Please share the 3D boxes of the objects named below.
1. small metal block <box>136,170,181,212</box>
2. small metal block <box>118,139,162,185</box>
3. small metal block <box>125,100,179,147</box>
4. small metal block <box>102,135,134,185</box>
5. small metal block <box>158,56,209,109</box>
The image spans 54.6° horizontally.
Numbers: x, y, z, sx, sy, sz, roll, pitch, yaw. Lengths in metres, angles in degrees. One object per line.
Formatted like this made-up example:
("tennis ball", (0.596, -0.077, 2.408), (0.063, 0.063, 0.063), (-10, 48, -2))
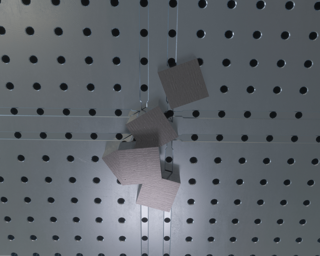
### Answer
("small metal block", (-0.003, 0.088, 0.446), (0.050, 0.025, 0.050), (17, 109, -6))
("small metal block", (-0.025, 0.044, 0.403), (0.050, 0.025, 0.050), (-5, 110, 2))
("small metal block", (-0.010, -0.001, 0.413), (0.050, 0.025, 0.050), (-30, 108, 10))
("small metal block", (-0.043, 0.044, 0.429), (0.050, 0.025, 0.050), (-30, 108, 10))
("small metal block", (0.029, -0.058, 0.392), (0.050, 0.025, 0.050), (-19, 109, 6))
